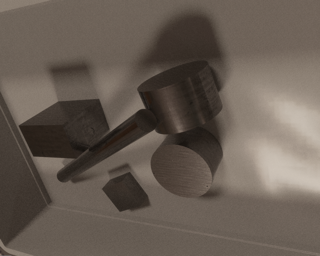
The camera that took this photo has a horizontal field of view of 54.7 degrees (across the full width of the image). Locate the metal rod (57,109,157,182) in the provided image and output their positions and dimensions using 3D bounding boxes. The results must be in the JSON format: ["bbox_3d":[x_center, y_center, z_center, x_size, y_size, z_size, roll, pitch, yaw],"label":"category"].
[{"bbox_3d":[-0.092,0.038,0.431,0.025,0.025,0.299,50,143,-7],"label":"metal rod"}]

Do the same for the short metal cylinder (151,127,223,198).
[{"bbox_3d":[0.035,0.042,0.399,0.080,0.050,0.079,13,124,20],"label":"short metal cylinder"}]

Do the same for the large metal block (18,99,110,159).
[{"bbox_3d":[-0.133,-0.001,0.441,0.080,0.080,0.050,0,118,28],"label":"large metal block"}]

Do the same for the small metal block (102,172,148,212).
[{"bbox_3d":[-0.057,0.104,0.501,0.050,0.025,0.050,-26,105,36],"label":"small metal block"}]

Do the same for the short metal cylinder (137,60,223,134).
[{"bbox_3d":[0.022,-0.035,0.339,0.080,0.080,0.050,-10,114,32],"label":"short metal cylinder"}]
